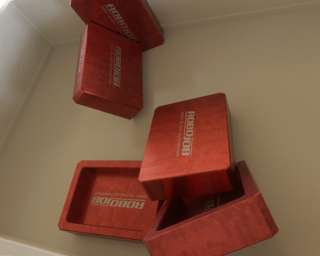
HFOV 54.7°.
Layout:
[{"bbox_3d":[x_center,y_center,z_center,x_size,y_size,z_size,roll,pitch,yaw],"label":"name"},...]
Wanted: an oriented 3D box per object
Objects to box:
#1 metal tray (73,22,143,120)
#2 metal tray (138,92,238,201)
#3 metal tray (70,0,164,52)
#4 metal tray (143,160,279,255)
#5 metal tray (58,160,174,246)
[{"bbox_3d":[-0.071,-0.083,0.448,0.030,0.091,0.130,-40,43,44],"label":"metal tray"},{"bbox_3d":[0.033,0.015,0.342,0.090,0.030,0.130,-11,35,17],"label":"metal tray"},{"bbox_3d":[-0.060,-0.166,0.470,0.090,0.130,0.030,-17,55,18],"label":"metal tray"},{"bbox_3d":[0.045,0.071,0.275,0.090,0.130,0.030,-26,89,11],"label":"metal tray"},{"bbox_3d":[-0.052,0.086,0.375,0.130,0.030,0.090,-3,60,26],"label":"metal tray"}]
